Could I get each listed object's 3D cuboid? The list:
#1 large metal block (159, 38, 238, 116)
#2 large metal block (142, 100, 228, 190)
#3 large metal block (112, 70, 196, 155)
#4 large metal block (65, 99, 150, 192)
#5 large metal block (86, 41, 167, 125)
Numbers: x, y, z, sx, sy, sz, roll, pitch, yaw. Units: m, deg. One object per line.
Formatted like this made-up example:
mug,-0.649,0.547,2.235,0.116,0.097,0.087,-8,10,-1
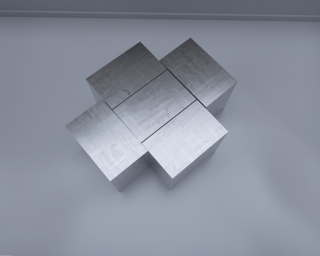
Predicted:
large metal block,0.044,-0.054,0.400,0.050,0.080,0.080,-39,75,-13
large metal block,0.027,0.024,0.372,0.080,0.080,0.050,-38,75,-13
large metal block,-0.006,-0.013,0.384,0.080,0.080,0.050,-38,75,-13
large metal block,-0.058,0.024,0.370,0.050,0.080,0.080,-39,75,-13
large metal block,-0.039,-0.049,0.397,0.080,0.080,0.050,-38,75,-13
